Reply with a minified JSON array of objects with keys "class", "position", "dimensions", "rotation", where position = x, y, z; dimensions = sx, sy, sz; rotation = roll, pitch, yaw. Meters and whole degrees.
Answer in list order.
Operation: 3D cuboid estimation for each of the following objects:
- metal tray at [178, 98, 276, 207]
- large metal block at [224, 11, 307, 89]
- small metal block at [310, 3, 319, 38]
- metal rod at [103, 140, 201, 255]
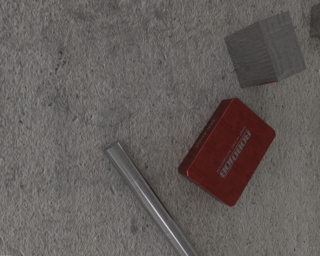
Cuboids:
[{"class":"metal tray","position":[0.098,0.033,0.443],"dimensions":[0.090,0.030,0.130],"rotation":[38,78,-16]},{"class":"large metal block","position":[0.144,-0.105,0.433],"dimensions":[0.050,0.080,0.080],"rotation":[-24,98,-18]},{"class":"small metal block","position":[0.278,-0.175,0.512],"dimensions":[0.050,0.025,0.050],"rotation":[4,89,-20]},{"class":"metal rod","position":[0.020,0.144,0.416],"dimensions":[0.025,0.025,0.299],"rotation":[-37,102,-16]}]
